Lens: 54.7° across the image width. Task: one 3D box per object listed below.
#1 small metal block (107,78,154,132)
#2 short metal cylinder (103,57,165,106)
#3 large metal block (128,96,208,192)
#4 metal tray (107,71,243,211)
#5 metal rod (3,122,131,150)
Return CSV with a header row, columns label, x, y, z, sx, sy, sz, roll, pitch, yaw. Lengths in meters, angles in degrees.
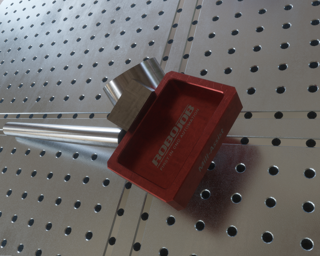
label,x,y,z,sx,sy,sz,roll,pitch,yaw
small metal block,-0.031,-0.027,0.346,0.025,0.050,0.050,33,98,-1
short metal cylinder,-0.027,-0.050,0.409,0.080,0.080,0.050,-30,95,8
large metal block,0.003,0.019,0.376,0.080,0.050,0.080,-31,52,8
metal tray,0.015,0.007,0.323,0.090,0.030,0.130,22,73,36
metal rod,-0.150,0.007,0.442,0.300,0.025,0.025,3,63,41
